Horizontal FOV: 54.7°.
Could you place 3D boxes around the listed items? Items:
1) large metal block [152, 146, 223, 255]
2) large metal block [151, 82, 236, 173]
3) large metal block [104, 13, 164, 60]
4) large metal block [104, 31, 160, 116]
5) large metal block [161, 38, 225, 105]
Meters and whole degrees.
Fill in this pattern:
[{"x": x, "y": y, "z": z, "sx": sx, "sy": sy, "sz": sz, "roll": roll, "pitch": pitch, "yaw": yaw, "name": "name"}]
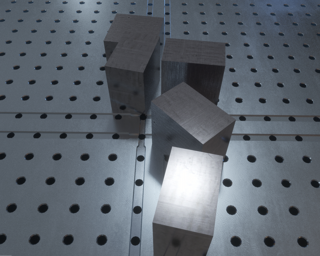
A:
[{"x": 0.027, "y": 0.078, "z": 0.307, "sx": 0.050, "sy": 0.080, "sz": 0.080, "roll": 10, "pitch": 51, "yaw": 8, "name": "large metal block"}, {"x": 0.035, "y": 0.006, "z": 0.367, "sx": 0.050, "sy": 0.080, "sz": 0.080, "roll": -34, "pitch": 58, "yaw": -25, "name": "large metal block"}, {"x": -0.040, "y": -0.142, "z": 0.510, "sx": 0.080, "sy": 0.050, "sz": 0.080, "roll": 7, "pitch": 50, "yaw": 5, "name": "large metal block"}, {"x": -0.035, "y": -0.076, "z": 0.436, "sx": 0.050, "sy": 0.080, "sz": 0.080, "roll": 12, "pitch": 51, "yaw": 9, "name": "large metal block"}, {"x": 0.045, "y": -0.075, "z": 0.436, "sx": 0.080, "sy": 0.080, "sz": 0.050, "roll": 6, "pitch": 50, "yaw": 4, "name": "large metal block"}]
